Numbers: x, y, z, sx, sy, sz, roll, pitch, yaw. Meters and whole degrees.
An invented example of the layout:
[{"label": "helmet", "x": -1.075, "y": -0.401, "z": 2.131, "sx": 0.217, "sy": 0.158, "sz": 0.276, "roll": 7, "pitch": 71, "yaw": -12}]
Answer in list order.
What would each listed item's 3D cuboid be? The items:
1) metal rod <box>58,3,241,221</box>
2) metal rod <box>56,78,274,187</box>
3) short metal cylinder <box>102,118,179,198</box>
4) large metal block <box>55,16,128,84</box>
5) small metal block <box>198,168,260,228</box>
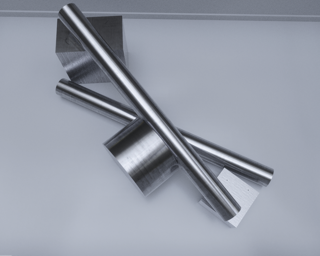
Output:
[{"label": "metal rod", "x": -0.014, "y": -0.020, "z": 0.354, "sx": 0.025, "sy": 0.025, "sz": 0.300, "roll": -39, "pitch": 87, "yaw": -13}, {"label": "metal rod", "x": 0.000, "y": 0.003, "z": 0.407, "sx": 0.301, "sy": 0.025, "sz": 0.025, "roll": 24, "pitch": 72, "yaw": 8}, {"label": "short metal cylinder", "x": -0.023, "y": 0.034, "z": 0.365, "sx": 0.050, "sy": 0.080, "sz": 0.080, "roll": -38, "pitch": 75, "yaw": -13}, {"label": "large metal block", "x": -0.086, "y": -0.102, "z": 0.416, "sx": 0.081, "sy": 0.080, "sz": 0.050, "roll": -3, "pitch": 70, "yaw": -2}, {"label": "small metal block", "x": 0.083, "y": 0.085, "z": 0.378, "sx": 0.050, "sy": 0.025, "sz": 0.050, "roll": 36, "pitch": 74, "yaw": 12}]
